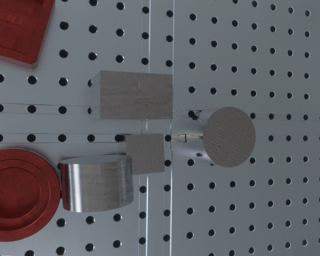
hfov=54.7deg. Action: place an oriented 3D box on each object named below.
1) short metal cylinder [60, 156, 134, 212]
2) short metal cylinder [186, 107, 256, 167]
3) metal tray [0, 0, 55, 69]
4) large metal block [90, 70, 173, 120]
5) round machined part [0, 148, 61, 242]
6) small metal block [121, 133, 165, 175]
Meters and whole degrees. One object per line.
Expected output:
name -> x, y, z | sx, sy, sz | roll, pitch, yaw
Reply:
short metal cylinder -> -0.072, 0.060, 0.357 | 0.081, 0.080, 0.050 | -3, 91, -20
short metal cylinder -> 0.084, 0.012, 0.430 | 0.081, 0.050, 0.080 | 0, 90, -20
metal tray -> -0.192, -0.129, 0.338 | 0.131, 0.030, 0.090 | 16, 85, -20
large metal block -> -0.037, -0.035, 0.369 | 0.081, 0.080, 0.050 | 0, 90, -20
round machined part -> -0.163, 0.070, 0.344 | 0.099, 0.042, 0.097 | 0, 90, -20
small metal block -> -0.023, 0.033, 0.404 | 0.050, 0.025, 0.050 | -3, 91, -20
